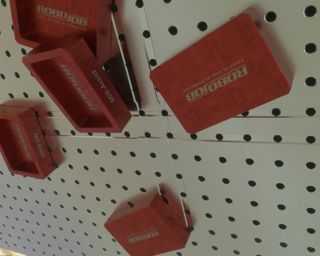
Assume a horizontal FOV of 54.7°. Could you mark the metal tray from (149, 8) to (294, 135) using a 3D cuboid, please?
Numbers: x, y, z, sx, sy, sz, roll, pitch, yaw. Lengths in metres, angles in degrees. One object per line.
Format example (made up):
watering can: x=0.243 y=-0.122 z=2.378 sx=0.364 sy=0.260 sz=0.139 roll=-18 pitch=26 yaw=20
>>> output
metal tray: x=0.063 y=-0.056 z=0.340 sx=0.130 sy=0.030 sz=0.090 roll=-26 pitch=105 yaw=36

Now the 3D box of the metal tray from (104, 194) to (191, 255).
metal tray: x=-0.024 y=0.172 z=0.525 sx=0.130 sy=0.030 sz=0.090 roll=-32 pitch=101 yaw=38

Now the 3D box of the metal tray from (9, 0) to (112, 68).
metal tray: x=-0.125 y=-0.137 z=0.386 sx=0.130 sy=0.030 sz=0.089 roll=20 pitch=126 yaw=16

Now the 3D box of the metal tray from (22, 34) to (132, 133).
metal tray: x=-0.105 y=-0.050 z=0.402 sx=0.090 sy=0.030 sz=0.130 roll=-1 pitch=133 yaw=36

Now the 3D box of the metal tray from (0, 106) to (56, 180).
metal tray: x=-0.248 y=0.026 z=0.551 sx=0.090 sy=0.030 sz=0.129 roll=5 pitch=121 yaw=25
